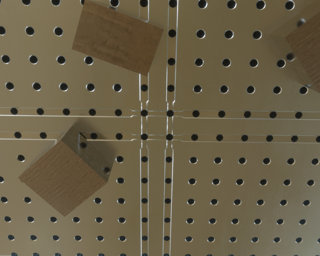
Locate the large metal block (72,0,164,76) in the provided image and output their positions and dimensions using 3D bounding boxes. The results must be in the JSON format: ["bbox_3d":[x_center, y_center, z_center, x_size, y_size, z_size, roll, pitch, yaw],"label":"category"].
[{"bbox_3d":[-0.042,-0.102,0.346,0.080,0.080,0.050,19,109,-7],"label":"large metal block"}]

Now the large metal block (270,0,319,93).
[{"bbox_3d":[0.193,-0.101,0.364,0.080,0.050,0.080,-37,106,12],"label":"large metal block"}]

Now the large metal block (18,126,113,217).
[{"bbox_3d":[-0.125,0.058,0.421,0.080,0.050,0.080,-39,106,13],"label":"large metal block"}]
